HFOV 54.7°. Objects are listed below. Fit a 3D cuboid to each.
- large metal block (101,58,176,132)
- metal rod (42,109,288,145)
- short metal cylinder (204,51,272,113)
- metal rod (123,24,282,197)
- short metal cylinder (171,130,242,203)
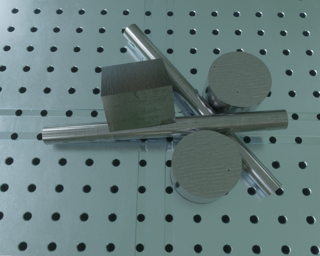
[{"bbox_3d":[-0.029,-0.044,0.391,0.081,0.050,0.080,-9,36,-3],"label":"large metal block"},{"bbox_3d":[0.002,0.000,0.390,0.302,0.025,0.025,-4,70,5],"label":"metal rod"},{"bbox_3d":[0.101,-0.055,0.416,0.081,0.050,0.080,0,70,0],"label":"short metal cylinder"},{"bbox_3d":[0.048,-0.034,0.421,0.025,0.025,0.300,-36,74,-12],"label":"metal rod"},{"bbox_3d":[0.054,0.048,0.377,0.081,0.050,0.080,0,70,0],"label":"short metal cylinder"}]
